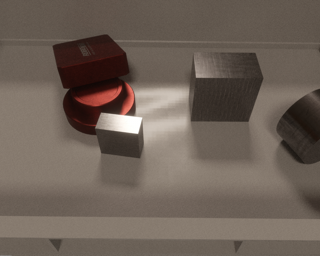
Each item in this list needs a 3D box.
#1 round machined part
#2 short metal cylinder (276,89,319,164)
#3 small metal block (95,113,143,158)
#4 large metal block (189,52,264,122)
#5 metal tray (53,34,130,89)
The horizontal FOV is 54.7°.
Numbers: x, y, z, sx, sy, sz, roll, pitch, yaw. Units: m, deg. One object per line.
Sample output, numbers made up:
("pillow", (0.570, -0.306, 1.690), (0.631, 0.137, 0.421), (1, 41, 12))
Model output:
("round machined part", (-0.084, -0.041, 0.427), (0.099, 0.042, 0.098), (0, 50, 0))
("short metal cylinder", (0.191, -0.001, 0.373), (0.081, 0.080, 0.050), (-19, 53, -16))
("small metal block", (-0.048, 0.010, 0.380), (0.050, 0.050, 0.025), (7, 51, 5))
("large metal block", (0.083, -0.053, 0.415), (0.081, 0.080, 0.050), (0, 50, 0))
("metal tray", (-0.106, -0.103, 0.459), (0.091, 0.030, 0.130), (-16, 32, -14))
